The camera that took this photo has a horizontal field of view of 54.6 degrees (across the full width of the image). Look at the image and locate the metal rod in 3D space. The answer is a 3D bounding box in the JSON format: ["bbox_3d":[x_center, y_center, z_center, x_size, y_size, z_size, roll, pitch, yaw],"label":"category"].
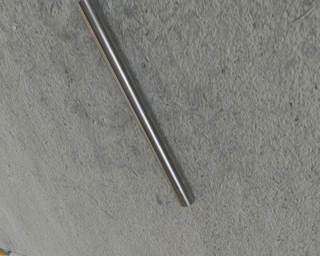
[{"bbox_3d":[-0.023,-0.021,0.406,0.025,0.025,0.299,-14,111,34],"label":"metal rod"}]
